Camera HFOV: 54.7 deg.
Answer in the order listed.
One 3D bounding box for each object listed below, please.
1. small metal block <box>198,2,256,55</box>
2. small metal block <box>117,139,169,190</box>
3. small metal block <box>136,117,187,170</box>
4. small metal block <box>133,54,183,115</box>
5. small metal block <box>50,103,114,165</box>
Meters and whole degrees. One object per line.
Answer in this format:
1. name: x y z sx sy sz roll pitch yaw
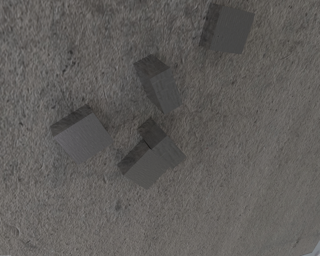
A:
1. small metal block: 0.081 -0.120 0.376 0.050 0.025 0.050 0 119 -29
2. small metal block: -0.021 0.051 0.427 0.050 0.025 0.050 -46 129 4
3. small metal block: 0.002 0.020 0.404 0.025 0.050 0.050 -42 129 0
4. small metal block: -0.003 -0.051 0.358 0.025 0.050 0.050 -30 129 -9
5. small metal block: -0.090 0.007 0.362 0.050 0.025 0.050 -34 129 -6
